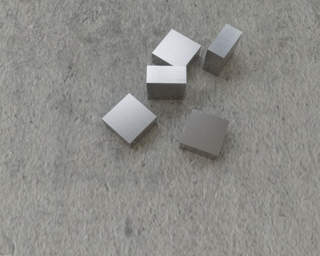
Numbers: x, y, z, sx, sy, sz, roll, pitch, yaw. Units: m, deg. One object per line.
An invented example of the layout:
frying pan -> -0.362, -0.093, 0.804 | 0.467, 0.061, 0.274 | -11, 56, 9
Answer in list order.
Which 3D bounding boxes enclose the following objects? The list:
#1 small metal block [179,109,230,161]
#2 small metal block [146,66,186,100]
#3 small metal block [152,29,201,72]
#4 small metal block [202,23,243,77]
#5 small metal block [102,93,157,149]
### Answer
small metal block -> 0.058, 0.009, 0.406 | 0.050, 0.025, 0.050 | 19, 71, 6
small metal block -> 0.008, -0.060, 0.417 | 0.050, 0.050, 0.025 | 1, 70, 0
small metal block -> 0.024, -0.107, 0.447 | 0.050, 0.025, 0.050 | 33, 73, 11
small metal block -> 0.087, -0.108, 0.435 | 0.025, 0.050, 0.050 | 33, 73, 11
small metal block -> -0.039, -0.009, 0.411 | 0.050, 0.025, 0.050 | 41, 75, 13
